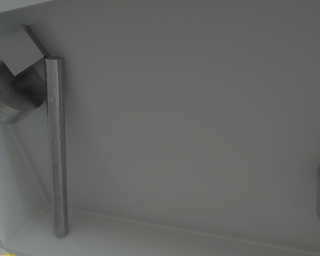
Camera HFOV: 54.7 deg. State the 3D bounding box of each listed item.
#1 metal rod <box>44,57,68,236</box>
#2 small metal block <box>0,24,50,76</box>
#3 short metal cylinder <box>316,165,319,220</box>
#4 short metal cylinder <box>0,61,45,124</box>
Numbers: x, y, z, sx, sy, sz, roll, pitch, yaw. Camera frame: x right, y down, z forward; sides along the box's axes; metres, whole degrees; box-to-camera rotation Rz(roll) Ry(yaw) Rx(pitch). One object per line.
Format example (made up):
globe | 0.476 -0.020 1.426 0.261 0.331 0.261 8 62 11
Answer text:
metal rod | -0.159 0.041 0.481 0.025 0.025 0.298 14 114 20
small metal block | -0.191 -0.107 0.427 0.050 0.025 0.050 -32 102 7
short metal cylinder | 0.201 0.067 0.309 0.080 0.080 0.050 2 120 27
short metal cylinder | -0.217 -0.052 0.452 0.050 0.080 0.080 -27 104 37
